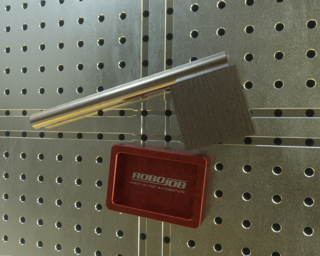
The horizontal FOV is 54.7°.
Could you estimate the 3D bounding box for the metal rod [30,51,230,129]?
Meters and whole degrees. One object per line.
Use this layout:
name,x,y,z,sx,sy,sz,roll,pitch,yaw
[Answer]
metal rod,-0.054,-0.047,0.430,0.301,0.025,0.025,-15,85,19

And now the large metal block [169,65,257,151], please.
large metal block,0.066,-0.022,0.376,0.080,0.050,0.080,-16,85,19

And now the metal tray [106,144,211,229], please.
metal tray,-0.004,0.073,0.410,0.130,0.030,0.089,7,92,19
